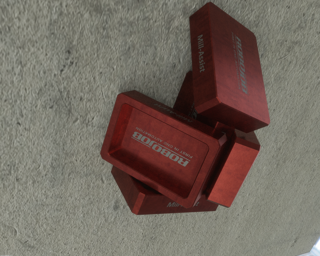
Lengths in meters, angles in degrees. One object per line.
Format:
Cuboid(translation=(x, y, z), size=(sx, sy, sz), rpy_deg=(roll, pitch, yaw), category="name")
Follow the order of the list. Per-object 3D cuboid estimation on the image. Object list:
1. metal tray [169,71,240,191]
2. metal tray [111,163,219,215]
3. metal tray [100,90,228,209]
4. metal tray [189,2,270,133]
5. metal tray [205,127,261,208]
Cuboid(translation=(0.046, 0.004, 0.395), size=(0.030, 0.090, 0.129), rpy_deg=(7, 115, -32), category="metal tray")
Cuboid(translation=(0.010, 0.073, 0.418), size=(0.131, 0.090, 0.030), rpy_deg=(7, 115, -32), category="metal tray")
Cuboid(translation=(0.000, 0.022, 0.360), size=(0.030, 0.130, 0.089), rpy_deg=(-26, 140, -62), category="metal tray")
Cuboid(translation=(0.078, -0.067, 0.351), size=(0.091, 0.130, 0.030), rpy_deg=(19, 149, -36), category="metal tray")
Cuboid(translation=(0.091, 0.032, 0.415), size=(0.030, 0.130, 0.089), rpy_deg=(20, 112, -1), category="metal tray")
